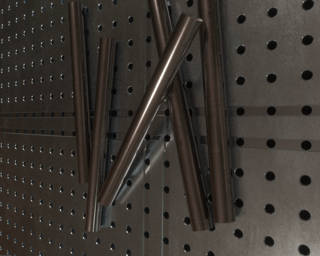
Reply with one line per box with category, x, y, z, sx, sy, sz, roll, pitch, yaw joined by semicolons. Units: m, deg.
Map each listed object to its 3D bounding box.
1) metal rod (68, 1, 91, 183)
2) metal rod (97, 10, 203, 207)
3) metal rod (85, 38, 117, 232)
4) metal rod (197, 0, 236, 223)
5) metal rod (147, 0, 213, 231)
metal rod;-0.131;-0.060;0.514;0.025;0.025;0.298;-7;85;39
metal rod;-0.025;-0.004;0.404;0.025;0.025;0.298;46;124;30
metal rod;-0.093;0.013;0.483;0.025;0.025;0.298;9;96;39
metal rod;0.063;-0.045;0.356;0.025;0.025;0.298;-6;86;39
metal rod;0.023;-0.026;0.388;0.025;0.025;0.298;-18;79;38
